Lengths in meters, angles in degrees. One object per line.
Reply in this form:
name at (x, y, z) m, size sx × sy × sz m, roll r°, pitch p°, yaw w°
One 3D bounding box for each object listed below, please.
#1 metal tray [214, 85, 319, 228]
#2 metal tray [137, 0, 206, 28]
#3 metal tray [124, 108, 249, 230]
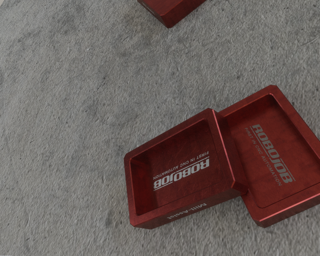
metal tray at (0.113, 0.025, 0.325) m, size 0.090 × 0.030 × 0.130 m, roll -28°, pitch 52°, yaw 10°
metal tray at (0.015, -0.237, 0.538) m, size 0.090 × 0.030 × 0.130 m, roll -38°, pitch 51°, yaw 2°
metal tray at (0.020, 0.047, 0.337) m, size 0.130 × 0.030 × 0.090 m, roll -30°, pitch 53°, yaw 28°
